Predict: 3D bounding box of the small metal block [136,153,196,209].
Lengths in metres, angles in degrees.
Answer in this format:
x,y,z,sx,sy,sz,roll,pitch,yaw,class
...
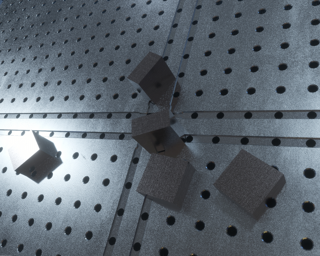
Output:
x,y,z,sx,sy,sz,roll,pitch,yaw,class
0.007,0.061,0.366,0.050,0.025,0.050,10,67,32,small metal block

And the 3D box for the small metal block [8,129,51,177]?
x,y,z,sx,sy,sz,roll,pitch,yaw,class
-0.208,0.039,0.491,0.050,0.025,0.050,-41,51,0,small metal block

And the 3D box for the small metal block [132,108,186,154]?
x,y,z,sx,sy,sz,roll,pitch,yaw,class
-0.001,0.005,0.388,0.050,0.050,0.025,-16,56,19,small metal block

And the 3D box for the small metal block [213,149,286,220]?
x,y,z,sx,sy,sz,roll,pitch,yaw,class
0.093,0.058,0.323,0.050,0.025,0.050,-49,52,-7,small metal block

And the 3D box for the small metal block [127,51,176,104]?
x,y,z,sx,sy,sz,roll,pitch,yaw,class
-0.011,-0.071,0.440,0.025,0.050,0.050,32,80,38,small metal block
